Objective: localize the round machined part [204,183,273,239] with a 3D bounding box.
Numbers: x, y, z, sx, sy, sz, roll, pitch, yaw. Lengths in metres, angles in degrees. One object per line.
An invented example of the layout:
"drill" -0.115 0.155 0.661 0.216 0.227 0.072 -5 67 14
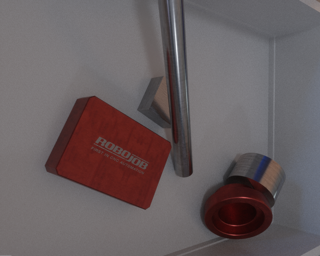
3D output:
"round machined part" 0.117 0.123 0.473 0.098 0.098 0.042 52 24 -28

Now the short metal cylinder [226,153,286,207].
"short metal cylinder" 0.155 0.086 0.502 0.050 0.080 0.080 -51 120 -31

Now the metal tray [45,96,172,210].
"metal tray" -0.052 0.032 0.361 0.130 0.030 0.090 33 70 -35

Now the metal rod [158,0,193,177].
"metal rod" 0.019 -0.057 0.352 0.025 0.025 0.298 -37 136 -34

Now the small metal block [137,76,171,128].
"small metal block" 0.004 -0.033 0.412 0.050 0.025 0.050 35 68 -35
